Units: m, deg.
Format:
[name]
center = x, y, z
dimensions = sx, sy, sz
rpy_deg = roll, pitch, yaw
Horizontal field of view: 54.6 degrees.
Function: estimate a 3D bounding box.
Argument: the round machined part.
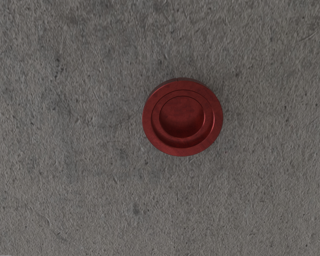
[round machined part]
center = 0.027, -0.017, 0.395
dimensions = 0.099, 0.042, 0.097
rpy_deg = 0, 110, 0
